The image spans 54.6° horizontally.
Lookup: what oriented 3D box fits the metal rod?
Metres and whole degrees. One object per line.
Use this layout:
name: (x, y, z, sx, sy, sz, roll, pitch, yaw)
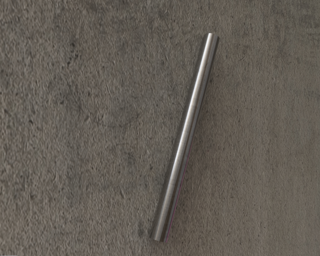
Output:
metal rod: (0.038, 0.004, 0.434, 0.025, 0.025, 0.299, 26, 74, -37)
